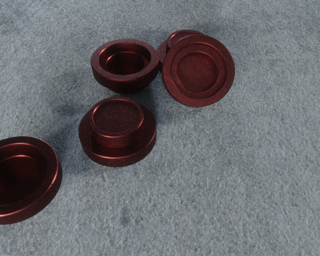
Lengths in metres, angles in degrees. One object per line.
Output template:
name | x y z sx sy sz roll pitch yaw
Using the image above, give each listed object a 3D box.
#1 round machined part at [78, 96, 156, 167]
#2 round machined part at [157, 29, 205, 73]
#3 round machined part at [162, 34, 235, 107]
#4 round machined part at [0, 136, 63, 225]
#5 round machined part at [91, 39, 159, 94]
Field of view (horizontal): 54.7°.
round machined part | -0.054 -0.002 0.393 0.099 0.042 0.098 0 50 0
round machined part | 0.043 -0.121 0.494 0.099 0.042 0.098 0 50 0
round machined part | 0.051 -0.078 0.437 0.099 0.042 0.097 0 91 -3
round machined part | -0.157 0.060 0.340 0.099 0.042 0.098 0 50 0
round machined part | -0.051 -0.089 0.466 0.099 0.042 0.098 0 50 0
